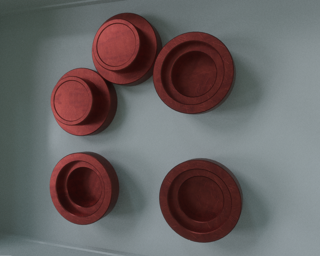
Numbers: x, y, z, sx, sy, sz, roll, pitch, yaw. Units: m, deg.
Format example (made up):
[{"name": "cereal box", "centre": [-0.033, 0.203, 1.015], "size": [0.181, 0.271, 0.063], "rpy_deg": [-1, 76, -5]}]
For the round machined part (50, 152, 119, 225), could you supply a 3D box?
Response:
[{"name": "round machined part", "centre": [-0.101, 0.082, 0.436], "size": [0.098, 0.042, 0.097], "rpy_deg": [0, 90, 19]}]

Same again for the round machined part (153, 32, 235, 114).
[{"name": "round machined part", "centre": [0.044, -0.065, 0.385], "size": [0.098, 0.042, 0.097], "rpy_deg": [0, 90, 19]}]

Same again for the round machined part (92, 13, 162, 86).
[{"name": "round machined part", "centre": [-0.050, -0.107, 0.418], "size": [0.098, 0.042, 0.097], "rpy_deg": [0, 90, 19]}]

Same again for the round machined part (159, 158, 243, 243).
[{"name": "round machined part", "centre": [0.052, 0.086, 0.383], "size": [0.098, 0.042, 0.097], "rpy_deg": [0, 90, 19]}]

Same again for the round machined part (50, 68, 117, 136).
[{"name": "round machined part", "centre": [-0.114, -0.037, 0.440], "size": [0.098, 0.042, 0.097], "rpy_deg": [0, 90, 19]}]
